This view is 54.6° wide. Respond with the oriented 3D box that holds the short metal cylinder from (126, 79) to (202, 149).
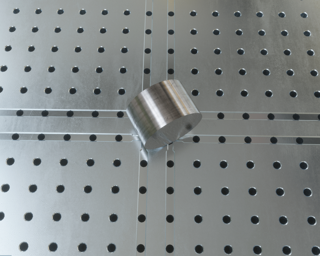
[{"bbox_3d":[0.005,-0.016,0.388,0.080,0.080,0.050,-27,72,-9],"label":"short metal cylinder"}]
